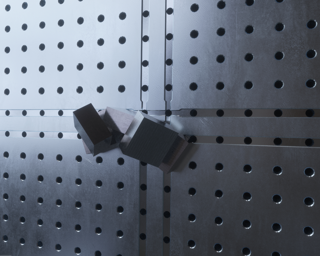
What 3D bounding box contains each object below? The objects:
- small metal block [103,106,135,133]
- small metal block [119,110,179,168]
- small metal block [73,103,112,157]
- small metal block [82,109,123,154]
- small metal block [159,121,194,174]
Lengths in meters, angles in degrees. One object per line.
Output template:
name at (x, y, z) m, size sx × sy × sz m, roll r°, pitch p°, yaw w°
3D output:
small metal block at (-0.041, -0.008, 0.413) m, size 0.050 × 0.050 × 0.025 m, roll 20°, pitch 97°, yaw 18°
small metal block at (-0.014, 0.014, 0.375) m, size 0.050 × 0.025 × 0.050 m, roll 25°, pitch 101°, yaw -27°
small metal block at (-0.087, 0.003, 0.399) m, size 0.025 × 0.050 × 0.050 m, roll -30°, pitch 78°, yaw -22°
small metal block at (-0.085, 0.005, 0.441) m, size 0.050 × 0.025 × 0.050 m, roll -20°, pitch 83°, yaw 18°
small metal block at (0.007, 0.024, 0.409) m, size 0.050 × 0.025 × 0.050 m, roll 37°, pitch 102°, yaw 16°
